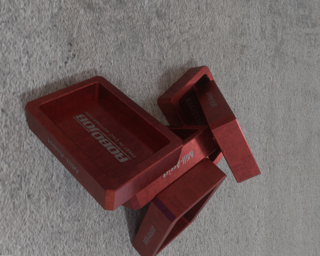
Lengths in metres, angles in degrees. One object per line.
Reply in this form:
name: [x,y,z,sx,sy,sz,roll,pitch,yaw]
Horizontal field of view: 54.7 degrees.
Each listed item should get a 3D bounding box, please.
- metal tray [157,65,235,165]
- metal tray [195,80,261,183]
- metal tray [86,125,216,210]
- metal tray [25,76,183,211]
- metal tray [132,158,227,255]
metal tray: [0.061,-0.014,0.456,0.090,0.030,0.130,-46,118,-30]
metal tray: [0.085,-0.001,0.407,0.090,0.030,0.130,59,12,-24]
metal tray: [-0.009,0.037,0.358,0.131,0.090,0.030,-31,110,-36]
metal tray: [-0.055,0.006,0.300,0.091,0.130,0.030,-31,148,-36]
metal tray: [0.020,0.100,0.368,0.091,0.030,0.129,-31,154,-35]
